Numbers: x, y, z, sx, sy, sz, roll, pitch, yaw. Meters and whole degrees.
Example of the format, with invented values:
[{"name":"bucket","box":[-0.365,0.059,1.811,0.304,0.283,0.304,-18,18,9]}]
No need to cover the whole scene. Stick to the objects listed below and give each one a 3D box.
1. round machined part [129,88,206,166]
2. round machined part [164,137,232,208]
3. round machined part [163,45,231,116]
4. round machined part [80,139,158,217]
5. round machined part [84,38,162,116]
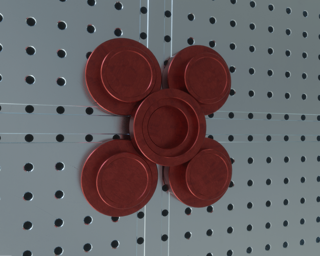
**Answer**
[{"name":"round machined part","box":[0.007,-0.001,0.405,0.099,0.042,0.097,0,90,-21]},{"name":"round machined part","box":[0.058,0.061,0.426,0.099,0.042,0.097,0,90,-21]},{"name":"round machined part","box":[0.056,-0.065,0.425,0.099,0.042,0.097,0,90,-21]},{"name":"round machined part","box":[-0.048,0.063,0.387,0.099,0.042,0.097,0,90,-21]},{"name":"round machined part","box":[-0.043,-0.064,0.388,0.099,0.042,0.097,0,90,-21]}]
